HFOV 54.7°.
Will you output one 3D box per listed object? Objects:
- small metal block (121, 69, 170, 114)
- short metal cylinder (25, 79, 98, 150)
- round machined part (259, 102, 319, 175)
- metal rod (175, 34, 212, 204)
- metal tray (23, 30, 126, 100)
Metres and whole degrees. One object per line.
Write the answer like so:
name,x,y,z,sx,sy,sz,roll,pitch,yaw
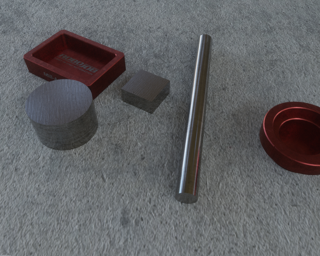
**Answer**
small metal block,-0.020,-0.054,0.448,0.050,0.025,0.050,25,54,19
short metal cylinder,-0.124,-0.018,0.400,0.081,0.050,0.080,0,50,0
round machined part,0.172,0.017,0.381,0.099,0.042,0.098,0,50,0
metal rod,0.053,-0.036,0.434,0.025,0.025,0.300,7,50,6
metal tray,-0.131,-0.102,0.483,0.130,0.030,0.090,25,54,19
